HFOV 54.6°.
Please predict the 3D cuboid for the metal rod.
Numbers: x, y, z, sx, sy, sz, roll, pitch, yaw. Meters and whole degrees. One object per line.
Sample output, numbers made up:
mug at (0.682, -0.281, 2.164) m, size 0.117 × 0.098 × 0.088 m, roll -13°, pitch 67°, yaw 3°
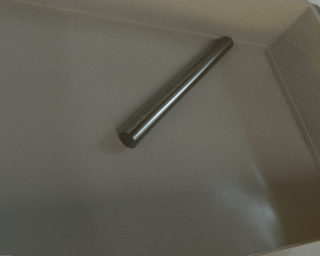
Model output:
metal rod at (0.041, -0.070, 0.469) m, size 0.025 × 0.025 × 0.301 m, roll 43°, pitch 51°, yaw 1°
